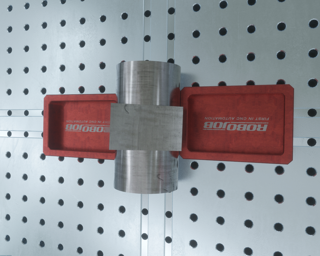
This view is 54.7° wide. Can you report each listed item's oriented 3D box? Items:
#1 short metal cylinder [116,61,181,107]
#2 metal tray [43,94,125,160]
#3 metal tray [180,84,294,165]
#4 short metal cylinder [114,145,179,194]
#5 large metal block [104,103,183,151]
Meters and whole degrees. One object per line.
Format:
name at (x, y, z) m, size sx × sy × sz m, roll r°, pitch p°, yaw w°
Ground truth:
short metal cylinder at (-0.015, -0.051, 0.388) m, size 0.080 × 0.080 × 0.050 m, roll 2°, pitch 91°, yaw 20°
metal tray at (-0.105, -0.003, 0.446) m, size 0.130 × 0.030 × 0.089 m, roll 1°, pitch 90°, yaw 19°
metal tray at (0.091, -0.005, 0.377) m, size 0.130 × 0.030 × 0.089 m, roll 1°, pitch 90°, yaw 19°
short metal cylinder at (-0.017, 0.049, 0.389) m, size 0.080 × 0.080 × 0.050 m, roll 2°, pitch 91°, yaw 20°
large metal block at (-0.024, -0.001, 0.376) m, size 0.081 × 0.080 × 0.050 m, roll 2°, pitch 91°, yaw -14°
